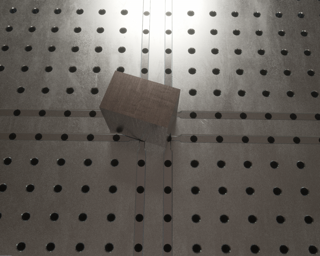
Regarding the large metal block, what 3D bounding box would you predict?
[{"bbox_3d":[-0.022,-0.021,0.390,0.080,0.080,0.050,17,71,6],"label":"large metal block"}]
